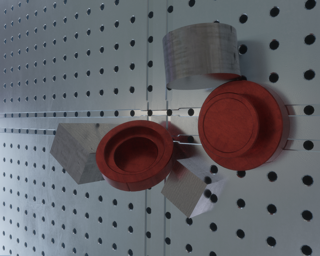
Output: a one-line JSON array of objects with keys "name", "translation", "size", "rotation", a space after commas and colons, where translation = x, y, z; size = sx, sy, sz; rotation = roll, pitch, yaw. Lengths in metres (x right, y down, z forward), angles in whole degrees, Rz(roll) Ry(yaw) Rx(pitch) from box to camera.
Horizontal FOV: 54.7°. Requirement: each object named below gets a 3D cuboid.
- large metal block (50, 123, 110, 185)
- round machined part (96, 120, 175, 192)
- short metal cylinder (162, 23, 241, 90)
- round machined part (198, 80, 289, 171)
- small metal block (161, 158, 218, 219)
[{"name": "large metal block", "translation": [-0.100, 0.034, 0.457], "size": [0.080, 0.081, 0.050], "rotation": [36, 113, 34]}, {"name": "round machined part", "translation": [-0.029, 0.039, 0.399], "size": [0.098, 0.098, 0.042], "rotation": [36, 153, 34]}, {"name": "short metal cylinder", "translation": [0.045, -0.074, 0.337], "size": [0.080, 0.081, 0.050], "rotation": [-8, 85, 40]}, {"name": "round machined part", "translation": [0.081, -0.003, 0.331], "size": [0.098, 0.042, 0.097], "rotation": [0, 90, 40]}, {"name": "small metal block", "translation": [0.035, 0.073, 0.380], "size": [0.050, 0.025, 0.050], "rotation": [37, 113, 34]}]
